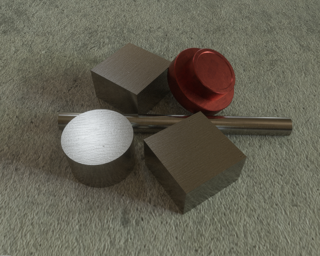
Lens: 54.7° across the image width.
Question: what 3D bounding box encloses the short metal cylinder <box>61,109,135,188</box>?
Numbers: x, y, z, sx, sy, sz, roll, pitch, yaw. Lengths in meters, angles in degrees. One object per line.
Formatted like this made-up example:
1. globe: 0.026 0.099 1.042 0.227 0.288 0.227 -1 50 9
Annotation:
1. short metal cylinder: -0.070 0.024 0.367 0.081 0.050 0.080 0 50 0

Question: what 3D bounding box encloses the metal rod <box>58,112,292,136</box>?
1. metal rod: 0.019 -0.005 0.411 0.302 0.025 0.025 1 50 0

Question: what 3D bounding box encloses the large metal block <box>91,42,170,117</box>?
1. large metal block: -0.037 -0.068 0.443 0.080 0.050 0.080 30 56 22

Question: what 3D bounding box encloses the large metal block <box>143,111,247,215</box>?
1. large metal block: 0.037 0.038 0.357 0.081 0.050 0.080 -27 55 -21

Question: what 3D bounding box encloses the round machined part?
1. round machined part: 0.063 -0.068 0.421 0.099 0.042 0.098 12 63 -25
